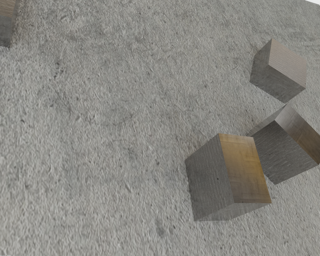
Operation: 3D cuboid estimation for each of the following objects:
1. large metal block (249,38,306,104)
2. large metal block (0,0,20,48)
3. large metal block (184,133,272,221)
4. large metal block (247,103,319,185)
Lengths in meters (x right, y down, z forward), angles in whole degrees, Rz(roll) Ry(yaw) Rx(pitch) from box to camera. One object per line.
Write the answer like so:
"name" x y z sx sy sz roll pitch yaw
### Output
"large metal block" 0.218 -0.105 0.568 0.080 0.050 0.080 29 52 -10
"large metal block" -0.213 -0.150 0.364 0.081 0.050 0.080 9 58 -23
"large metal block" 0.076 0.062 0.372 0.050 0.080 0.080 7 59 -25
"large metal block" 0.175 0.025 0.447 0.080 0.080 0.050 47 51 4
